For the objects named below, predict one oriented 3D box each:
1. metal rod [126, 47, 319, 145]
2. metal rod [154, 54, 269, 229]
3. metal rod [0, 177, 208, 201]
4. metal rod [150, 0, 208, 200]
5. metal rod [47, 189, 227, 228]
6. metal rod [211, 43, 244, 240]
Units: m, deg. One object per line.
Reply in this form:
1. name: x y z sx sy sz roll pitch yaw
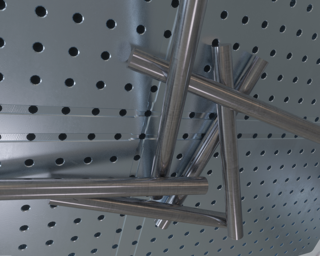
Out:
1. metal rod: 0.103 -0.032 0.392 0.302 0.025 0.025 19 109 -18
2. metal rod: 0.070 0.031 0.467 0.025 0.025 0.298 17 109 -35
3. metal rod: -0.079 0.074 0.385 0.302 0.025 0.025 3 117 -21
4. metal rod: 0.013 -0.012 0.372 0.025 0.025 0.298 -11 135 -22
5. metal rod: -0.008 0.120 0.454 0.302 0.025 0.025 16 110 -27
6. metal rod: 0.099 0.033 0.443 0.025 0.025 0.298 -17 112 -19
